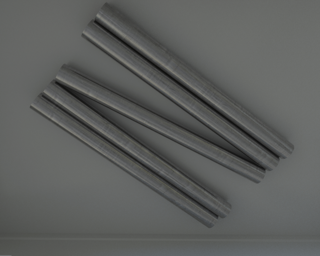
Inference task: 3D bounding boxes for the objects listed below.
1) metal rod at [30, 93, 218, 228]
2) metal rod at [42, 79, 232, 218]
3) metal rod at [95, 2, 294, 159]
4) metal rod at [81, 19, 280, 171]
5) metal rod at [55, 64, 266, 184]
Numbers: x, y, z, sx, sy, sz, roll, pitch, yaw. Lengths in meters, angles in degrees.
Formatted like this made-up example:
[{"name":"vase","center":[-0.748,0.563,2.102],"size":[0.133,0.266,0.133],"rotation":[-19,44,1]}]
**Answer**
[{"name":"metal rod","center":[-0.040,0.051,0.428],"size":[0.301,0.025,0.025],"rotation":[36,106,-13]},{"name":"metal rod","center":[-0.022,0.035,0.423],"size":[0.301,0.025,0.025],"rotation":[36,106,-13]},{"name":"metal rod","center":[0.052,-0.052,0.391],"size":[0.301,0.025,0.025],"rotation":[35,106,-12]},{"name":"metal rod","center":[0.035,-0.034,0.397],"size":[0.301,0.025,0.025],"rotation":[35,106,-12]},{"name":"metal rod","center":[0.008,-0.001,0.410],"size":[0.301,0.025,0.025],"rotation":[27,108,-10]}]
